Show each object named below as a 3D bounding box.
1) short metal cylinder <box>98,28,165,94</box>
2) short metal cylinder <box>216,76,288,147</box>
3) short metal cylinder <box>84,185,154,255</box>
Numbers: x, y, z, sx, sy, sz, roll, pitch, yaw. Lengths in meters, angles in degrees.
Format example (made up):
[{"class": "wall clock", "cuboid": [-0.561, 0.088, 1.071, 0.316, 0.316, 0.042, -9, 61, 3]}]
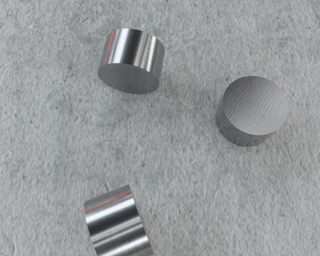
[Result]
[{"class": "short metal cylinder", "cuboid": [-0.037, -0.085, 0.410, 0.080, 0.080, 0.050, 9, 71, 3]}, {"class": "short metal cylinder", "cuboid": [0.117, -0.021, 0.404, 0.081, 0.050, 0.080, 0, 70, 0]}, {"class": "short metal cylinder", "cuboid": [-0.044, 0.108, 0.339, 0.050, 0.080, 0.080, -20, 72, -7]}]
